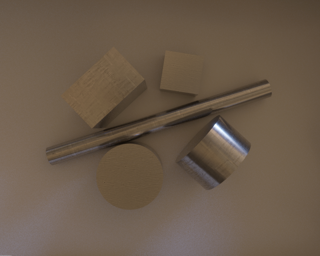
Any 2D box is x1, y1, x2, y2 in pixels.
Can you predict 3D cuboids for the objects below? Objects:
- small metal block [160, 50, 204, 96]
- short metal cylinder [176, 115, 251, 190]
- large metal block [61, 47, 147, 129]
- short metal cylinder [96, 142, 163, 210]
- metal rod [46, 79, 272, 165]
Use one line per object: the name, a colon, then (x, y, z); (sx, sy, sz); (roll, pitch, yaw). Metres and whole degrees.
small metal block: (0.028, -0.072, 0.410); (0.050, 0.025, 0.050); (9, 90, -1)
short metal cylinder: (0.065, 0.030, 0.384); (0.050, 0.080, 0.080); (43, 90, -1)
large metal block: (-0.063, -0.045, 0.382); (0.080, 0.080, 0.050); (-43, 91, 0)
short metal cylinder: (-0.036, 0.058, 0.396); (0.081, 0.050, 0.079); (0, 90, -1)
metal rod: (-0.001, -0.008, 0.410); (0.302, 0.025, 0.025); (-17, 90, -1)
